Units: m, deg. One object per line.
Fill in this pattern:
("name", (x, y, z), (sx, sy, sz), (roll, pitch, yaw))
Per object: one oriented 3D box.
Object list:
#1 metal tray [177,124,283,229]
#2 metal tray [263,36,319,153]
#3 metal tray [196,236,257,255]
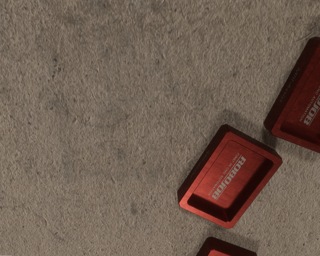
("metal tray", (0.094, 0.070, 0.434), (0.090, 0.030, 0.129), (27, 108, -10))
("metal tray", (0.205, -0.038, 0.395), (0.091, 0.030, 0.129), (20, 109, -8))
("metal tray", (0.091, 0.245, 0.498), (0.090, 0.030, 0.129), (23, 108, -9))
